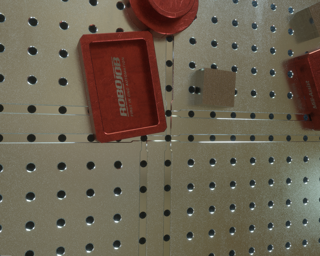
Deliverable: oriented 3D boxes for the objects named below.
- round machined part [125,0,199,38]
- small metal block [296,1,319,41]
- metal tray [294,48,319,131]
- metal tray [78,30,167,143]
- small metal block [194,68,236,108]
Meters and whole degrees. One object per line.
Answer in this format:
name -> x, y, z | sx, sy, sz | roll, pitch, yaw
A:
round machined part -> 0.007, -0.172, 0.406 | 0.099, 0.042, 0.097 | 0, 90, -20
small metal block -> 0.260, -0.179, 0.508 | 0.050, 0.025, 0.050 | -29, 100, -18
metal tray -> 0.284, -0.070, 0.514 | 0.091, 0.030, 0.129 | -23, 98, -19
metal tray -> -0.047, -0.052, 0.392 | 0.091, 0.030, 0.129 | -10, 94, -20
small metal block -> 0.078, -0.056, 0.441 | 0.050, 0.025, 0.050 | 4, 89, -20
